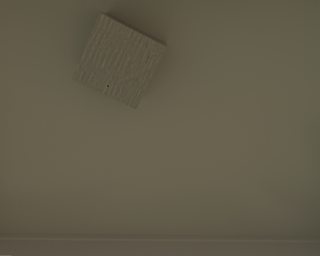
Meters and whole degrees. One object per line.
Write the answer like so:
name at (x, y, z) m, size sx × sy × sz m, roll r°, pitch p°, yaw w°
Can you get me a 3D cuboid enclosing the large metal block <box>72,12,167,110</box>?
large metal block at (-0.046, -0.080, 0.368) m, size 0.080 × 0.050 × 0.080 m, roll 25°, pitch 108°, yaw -9°
